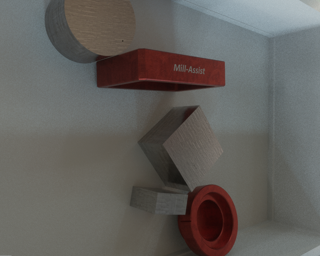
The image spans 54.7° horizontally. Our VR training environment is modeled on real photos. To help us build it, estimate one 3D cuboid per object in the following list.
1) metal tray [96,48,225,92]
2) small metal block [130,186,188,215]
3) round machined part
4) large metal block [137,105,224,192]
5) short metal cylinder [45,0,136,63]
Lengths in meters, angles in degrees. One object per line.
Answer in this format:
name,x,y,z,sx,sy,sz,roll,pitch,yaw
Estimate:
metal tray,0.003,-0.064,0.368,0.131,0.090,0.030,-3,92,-40
small metal block,-0.002,0.091,0.391,0.050,0.050,0.025,14,81,-40
round machined part,0.064,0.132,0.442,0.099,0.042,0.098,15,67,-37
large metal block,0.030,0.026,0.418,0.080,0.050,0.080,-45,118,-31
short metal cylinder,-0.073,-0.113,0.330,0.081,0.050,0.079,0,90,-40
